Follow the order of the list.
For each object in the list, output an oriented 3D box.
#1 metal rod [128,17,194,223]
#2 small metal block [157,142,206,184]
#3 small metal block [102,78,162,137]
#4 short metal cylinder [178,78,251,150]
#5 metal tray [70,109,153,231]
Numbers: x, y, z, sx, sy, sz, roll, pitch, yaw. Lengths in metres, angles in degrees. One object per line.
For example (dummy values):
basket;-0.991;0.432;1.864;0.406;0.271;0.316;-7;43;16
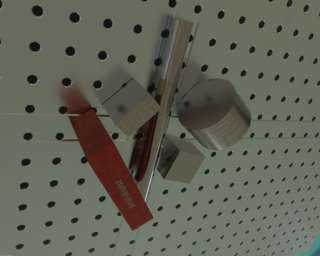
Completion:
metal rod;-0.008;0.008;0.413;0.025;0.025;0.298;0;119;-29
small metal block;0.032;0.053;0.464;0.050;0.025;0.050;16;110;-35
small metal block;-0.034;-0.025;0.361;0.050;0.050;0.025;-41;130;0
short metal cylinder;0.071;-0.018;0.405;0.080;0.080;0.050;-44;130;2
metal tray;-0.057;0.051;0.370;0.030;0.090;0.129;-29;129;-10
